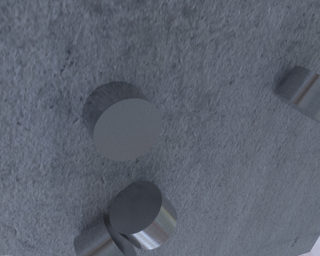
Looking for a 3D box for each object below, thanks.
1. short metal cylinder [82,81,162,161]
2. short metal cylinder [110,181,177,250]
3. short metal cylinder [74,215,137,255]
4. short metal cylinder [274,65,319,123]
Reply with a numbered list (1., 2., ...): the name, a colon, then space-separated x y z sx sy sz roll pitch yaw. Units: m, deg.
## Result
1. short metal cylinder: -0.045 -0.008 0.362 0.081 0.050 0.079 -14 125 -21
2. short metal cylinder: -0.023 0.122 0.436 0.080 0.080 0.050 -37 129 -4
3. short metal cylinder: -0.076 0.171 0.437 0.050 0.080 0.080 -37 130 -4
4. short metal cylinder: 0.221 -0.050 0.464 0.080 0.080 0.050 25 105 -37
